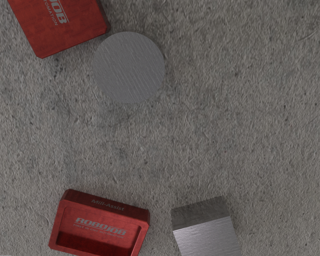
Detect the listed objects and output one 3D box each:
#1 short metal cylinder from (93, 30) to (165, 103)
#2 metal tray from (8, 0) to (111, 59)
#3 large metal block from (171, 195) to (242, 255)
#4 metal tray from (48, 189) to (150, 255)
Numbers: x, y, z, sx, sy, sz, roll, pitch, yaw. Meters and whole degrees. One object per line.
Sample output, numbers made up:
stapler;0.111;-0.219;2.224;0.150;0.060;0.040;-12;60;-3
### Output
short metal cylinder;-0.035;-0.075;0.369;0.081;0.050;0.079;0;110;0
metal tray;-0.123;-0.155;0.349;0.090;0.030;0.129;-20;109;7
large metal block;0.068;0.156;0.454;0.080;0.050;0.080;-17;109;6
metal tray;-0.089;0.151;0.461;0.131;0.030;0.089;17;109;-7
